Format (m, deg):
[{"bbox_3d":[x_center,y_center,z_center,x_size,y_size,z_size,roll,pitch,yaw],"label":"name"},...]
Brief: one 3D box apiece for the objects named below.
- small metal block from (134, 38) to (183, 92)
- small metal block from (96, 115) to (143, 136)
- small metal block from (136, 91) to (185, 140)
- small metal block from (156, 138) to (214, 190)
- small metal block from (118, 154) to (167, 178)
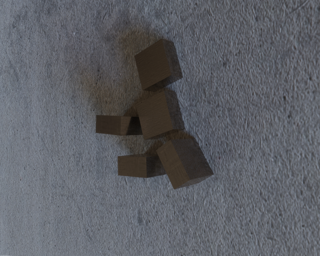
[{"bbox_3d":[-0.002,-0.081,0.407,0.050,0.025,0.050,-22,76,38],"label":"small metal block"},{"bbox_3d":[-0.053,-0.004,0.433,0.050,0.050,0.025,5,93,40],"label":"small metal block"},{"bbox_3d":[0.000,-0.015,0.405,0.050,0.025,0.050,-21,77,38],"label":"small metal block"},{"bbox_3d":[0.030,0.041,0.364,0.025,0.050,0.050,-39,66,33],"label":"small metal block"},{"bbox_3d":[-0.019,0.048,0.405,0.050,0.050,0.025,-3,89,40],"label":"small metal block"}]
